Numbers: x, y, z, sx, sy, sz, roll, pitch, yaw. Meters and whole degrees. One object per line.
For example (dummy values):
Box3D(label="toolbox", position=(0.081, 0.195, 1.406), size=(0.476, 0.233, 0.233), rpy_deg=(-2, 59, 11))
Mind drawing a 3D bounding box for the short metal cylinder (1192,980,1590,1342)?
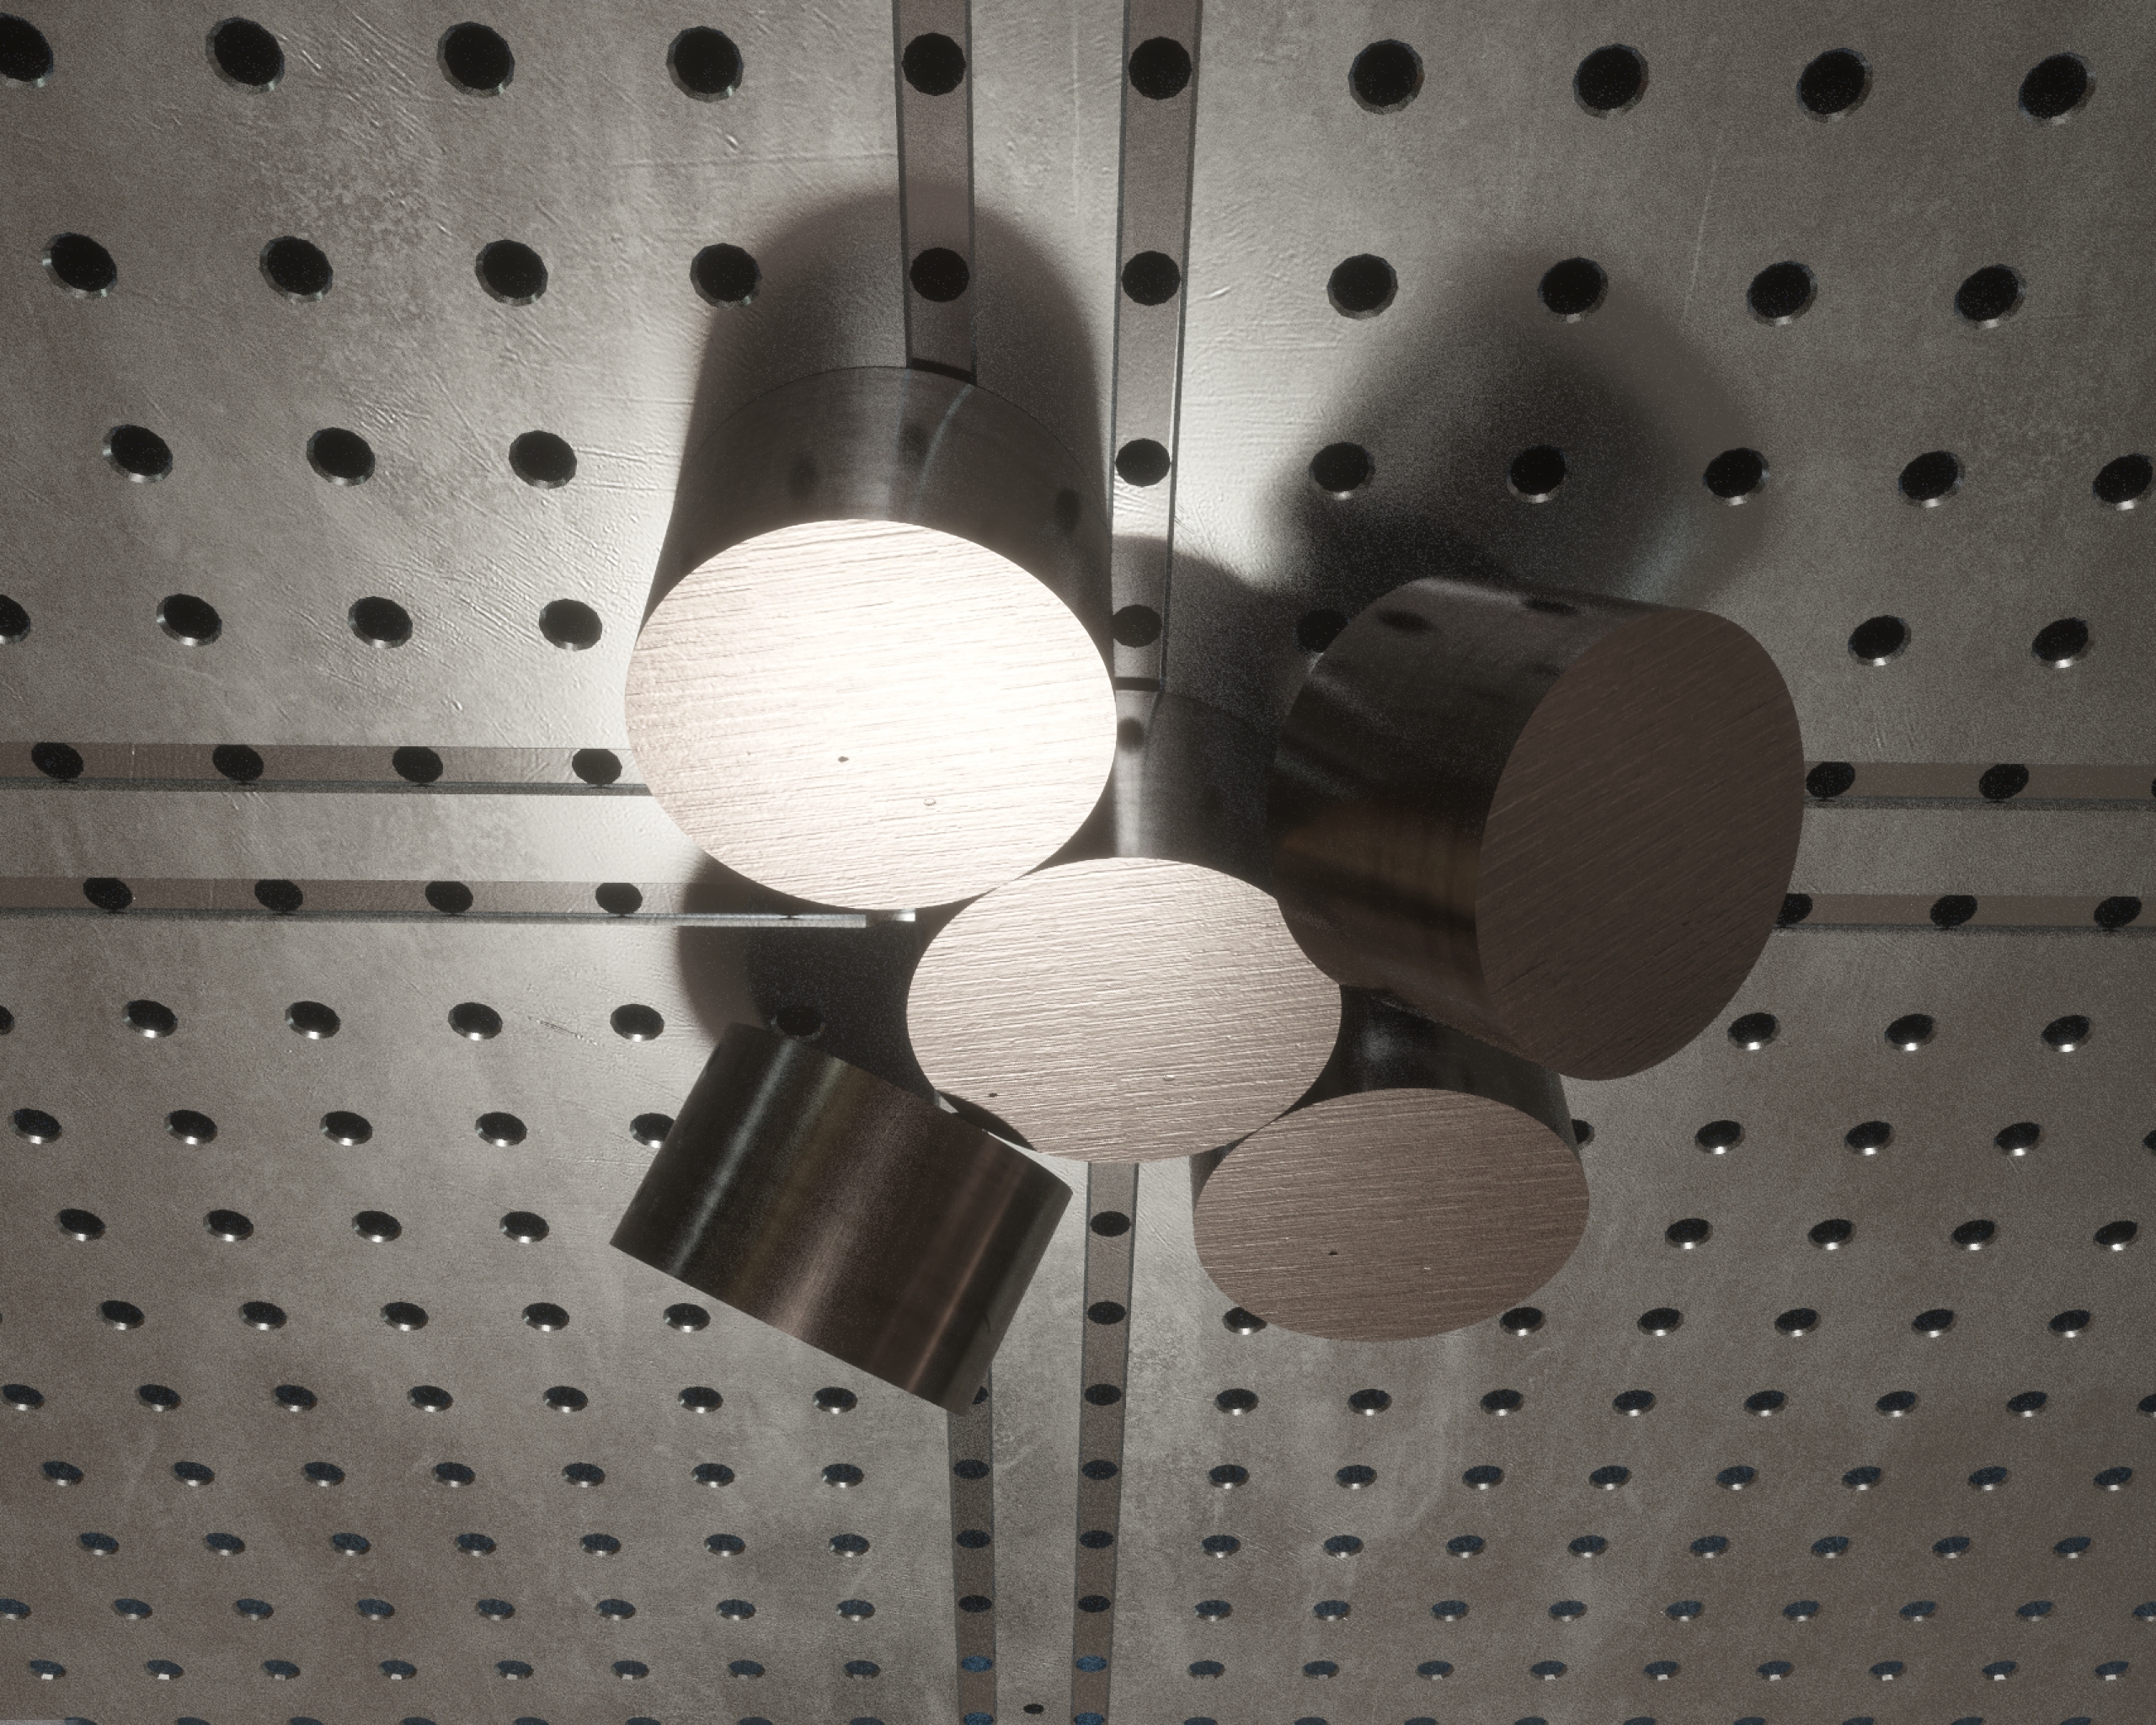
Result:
Box3D(label="short metal cylinder", position=(0.064, 0.057, 0.445), size=(0.081, 0.050, 0.079), rpy_deg=(0, 130, 0))

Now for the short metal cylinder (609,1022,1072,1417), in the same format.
Box3D(label="short metal cylinder", position=(-0.048, 0.074, 0.430), size=(0.080, 0.050, 0.080), rpy_deg=(24, 166, 7))

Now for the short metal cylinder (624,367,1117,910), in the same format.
Box3D(label="short metal cylinder", position=(-0.034, -0.038, 0.362), size=(0.081, 0.050, 0.079), rpy_deg=(0, 130, 0))

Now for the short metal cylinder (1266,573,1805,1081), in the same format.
Box3D(label="short metal cylinder", position=(0.080, -0.008, 0.363), size=(0.081, 0.050, 0.079), rpy_deg=(-11, 109, -34))

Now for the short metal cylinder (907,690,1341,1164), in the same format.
Box3D(label="short metal cylinder", position=(0.009, 0.013, 0.406), size=(0.081, 0.050, 0.079), rpy_deg=(0, 130, 0))
